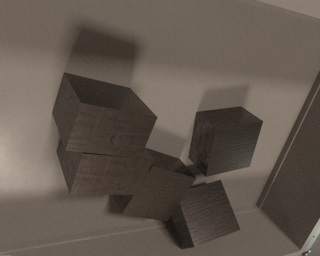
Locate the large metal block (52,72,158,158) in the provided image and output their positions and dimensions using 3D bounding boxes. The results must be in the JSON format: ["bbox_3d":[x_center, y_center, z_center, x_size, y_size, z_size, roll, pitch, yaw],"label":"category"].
[{"bbox_3d":[-0.062,-0.014,0.332,0.081,0.080,0.050,10,113,-33],"label":"large metal block"}]

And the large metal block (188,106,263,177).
[{"bbox_3d":[0.095,0.018,0.458,0.081,0.050,0.079,-8,122,-25],"label":"large metal block"}]

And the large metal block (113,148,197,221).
[{"bbox_3d":[-0.010,0.080,0.438,0.080,0.050,0.080,22,107,-37],"label":"large metal block"}]

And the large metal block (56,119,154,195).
[{"bbox_3d":[-0.066,0.032,0.358,0.081,0.080,0.050,9,114,-33],"label":"large metal block"}]

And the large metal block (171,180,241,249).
[{"bbox_3d":[0.065,0.135,0.486,0.081,0.080,0.050,-11,160,-23],"label":"large metal block"}]
